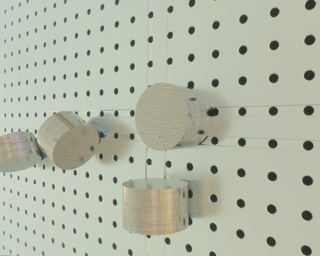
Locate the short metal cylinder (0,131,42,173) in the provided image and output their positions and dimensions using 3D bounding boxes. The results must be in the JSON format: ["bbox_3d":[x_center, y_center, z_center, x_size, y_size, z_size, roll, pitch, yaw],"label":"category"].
[{"bbox_3d":[-0.280,0.048,0.605,0.080,0.081,0.050,-36,68,34],"label":"short metal cylinder"}]

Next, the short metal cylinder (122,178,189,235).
[{"bbox_3d":[-0.006,0.092,0.378,0.080,0.081,0.050,-1,90,40],"label":"short metal cylinder"}]

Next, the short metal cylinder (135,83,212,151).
[{"bbox_3d":[0.016,-0.013,0.380,0.080,0.050,0.080,0,90,40],"label":"short metal cylinder"}]

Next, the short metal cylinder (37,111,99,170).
[{"bbox_3d":[-0.145,0.020,0.494,0.050,0.081,0.079,34,111,35],"label":"short metal cylinder"}]
